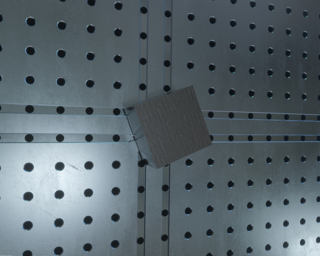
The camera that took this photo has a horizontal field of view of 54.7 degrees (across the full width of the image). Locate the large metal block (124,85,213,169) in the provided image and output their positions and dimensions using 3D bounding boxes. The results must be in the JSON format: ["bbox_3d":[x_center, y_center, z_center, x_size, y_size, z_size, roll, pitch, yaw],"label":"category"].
[{"bbox_3d":[0.010,-0.002,0.401,0.081,0.050,0.080,-22,98,-19],"label":"large metal block"}]
